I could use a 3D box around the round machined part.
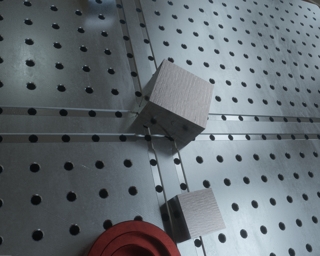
[{"bbox_3d":[-0.029,0.142,0.295,0.099,0.042,0.098,14,56,-21],"label":"round machined part"}]

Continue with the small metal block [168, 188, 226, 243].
[{"bbox_3d":[0.043,0.103,0.369,0.050,0.025,0.050,-4,64,-30],"label":"small metal block"}]

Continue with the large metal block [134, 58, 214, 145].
[{"bbox_3d":[0.021,-0.035,0.425,0.080,0.050,0.080,26,53,-12],"label":"large metal block"}]
